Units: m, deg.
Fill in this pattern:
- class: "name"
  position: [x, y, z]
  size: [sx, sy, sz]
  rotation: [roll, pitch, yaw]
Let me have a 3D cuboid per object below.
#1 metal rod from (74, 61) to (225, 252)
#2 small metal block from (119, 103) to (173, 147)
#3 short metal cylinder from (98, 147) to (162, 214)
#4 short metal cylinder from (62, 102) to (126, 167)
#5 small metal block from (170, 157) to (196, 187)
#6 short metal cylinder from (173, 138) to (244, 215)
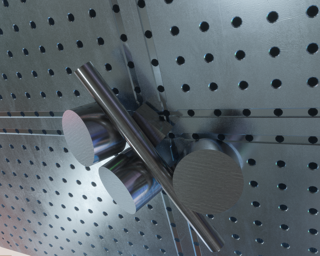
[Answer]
- class: "metal rod"
  position: [-0.008, 0.044, 0.405]
  size: [0.025, 0.025, 0.299]
  rotation: [-28, 103, 37]
- class: "small metal block"
  position: [-0.019, 0.003, 0.418]
  size: [0.050, 0.025, 0.050]
  rotation: [40, 129, 1]
- class: "short metal cylinder"
  position: [-0.042, 0.074, 0.441]
  size: [0.080, 0.050, 0.079]
  rotation: [35, 144, 30]
- class: "short metal cylinder"
  position: [-0.091, 0.006, 0.424]
  size: [0.080, 0.050, 0.079]
  rotation: [26, 127, 40]
- class: "small metal block"
  position: [0.032, 0.070, 0.433]
  size: [0.050, 0.025, 0.050]
  rotation: [42, 129, -1]
- class: "short metal cylinder"
  position: [0.059, 0.057, 0.378]
  size: [0.080, 0.050, 0.079]
  rotation: [2, 103, 9]
